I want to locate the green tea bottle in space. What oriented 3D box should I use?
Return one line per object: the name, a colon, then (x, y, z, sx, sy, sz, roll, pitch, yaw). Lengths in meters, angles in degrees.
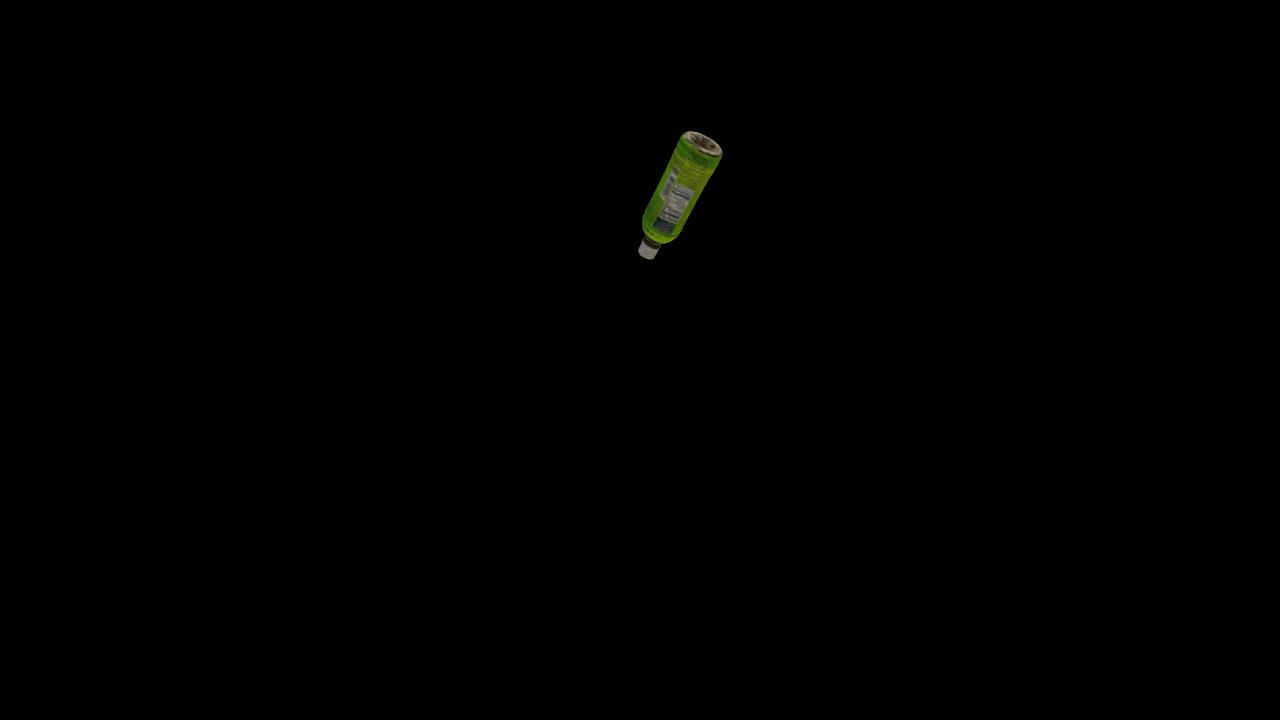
green tea bottle: (0.051, -0.250, 0.969, 0.073, 0.073, 0.212, 0, -42, -36)
